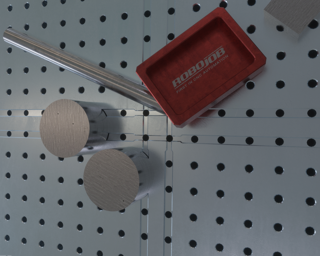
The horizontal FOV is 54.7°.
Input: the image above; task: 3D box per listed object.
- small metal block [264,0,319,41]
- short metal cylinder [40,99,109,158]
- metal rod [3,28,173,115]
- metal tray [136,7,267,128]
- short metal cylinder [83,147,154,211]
[{"bbox_3d":[0.157,-0.139,0.357,0.050,0.025,0.050,43,103,15],"label":"small metal block"},{"bbox_3d":[-0.122,0.000,0.442,0.080,0.050,0.079,0,90,20],"label":"short metal cylinder"},{"bbox_3d":[-0.111,-0.087,0.451,0.301,0.025,0.025,25,98,18],"label":"metal rod"},{"bbox_3d":[0.048,-0.072,0.378,0.130,0.030,0.090,-36,78,3],"label":"metal tray"},{"bbox_3d":[-0.055,0.066,0.418,0.080,0.050,0.079,0,90,20],"label":"short metal cylinder"}]
